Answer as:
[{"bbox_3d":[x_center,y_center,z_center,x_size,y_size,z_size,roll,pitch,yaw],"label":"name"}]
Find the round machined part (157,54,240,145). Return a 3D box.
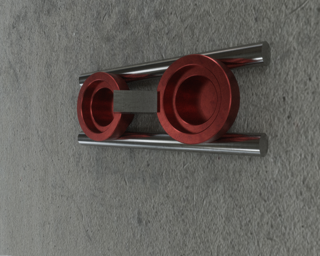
[{"bbox_3d":[0.046,-0.031,0.351,0.098,0.042,0.097,0,90,40],"label":"round machined part"}]

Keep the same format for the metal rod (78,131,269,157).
[{"bbox_3d":[-0.009,0.017,0.413,0.300,0.025,0.025,0,90,40],"label":"metal rod"}]

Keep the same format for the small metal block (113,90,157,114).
[{"bbox_3d":[-0.031,-0.031,0.382,0.050,0.050,0.025,178,93,-83],"label":"small metal block"}]

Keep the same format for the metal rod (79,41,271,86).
[{"bbox_3d":[-0.007,-0.077,0.412,0.300,0.025,0.025,0,90,40],"label":"metal rod"}]

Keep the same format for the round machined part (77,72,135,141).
[{"bbox_3d":[-0.074,-0.030,0.451,0.098,0.042,0.097,0,90,40],"label":"round machined part"}]
